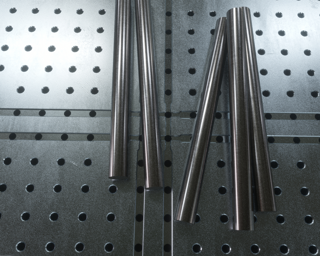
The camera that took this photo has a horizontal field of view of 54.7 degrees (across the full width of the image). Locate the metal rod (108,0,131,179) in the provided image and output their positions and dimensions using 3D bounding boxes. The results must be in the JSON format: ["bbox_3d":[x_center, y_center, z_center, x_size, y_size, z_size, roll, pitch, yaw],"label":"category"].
[{"bbox_3d":[-0.055,-0.078,0.439,0.025,0.025,0.299,-1,70,-1],"label":"metal rod"}]

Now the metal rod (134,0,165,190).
[{"bbox_3d":[-0.017,-0.065,0.435,0.025,0.025,0.299,-4,70,-2],"label":"metal rod"}]

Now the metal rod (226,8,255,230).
[{"bbox_3d":[0.104,-0.023,0.408,0.025,0.025,0.299,2,75,0],"label":"metal rod"}]

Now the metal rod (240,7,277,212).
[{"bbox_3d":[0.128,-0.039,0.427,0.025,0.025,0.299,0,70,-1],"label":"metal rod"}]

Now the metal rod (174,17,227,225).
[{"bbox_3d":[0.064,-0.024,0.421,0.025,0.025,0.299,13,70,4],"label":"metal rod"}]
